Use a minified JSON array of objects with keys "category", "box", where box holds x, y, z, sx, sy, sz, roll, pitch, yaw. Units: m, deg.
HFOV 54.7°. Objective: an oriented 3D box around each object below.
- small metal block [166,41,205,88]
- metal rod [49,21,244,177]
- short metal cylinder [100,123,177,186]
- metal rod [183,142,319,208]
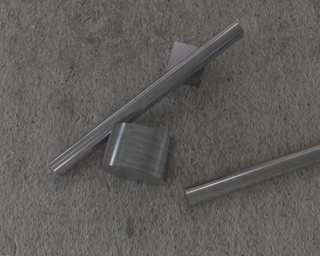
[{"category":"small metal block","box":[0.039,-0.090,0.441,0.050,0.025,0.050,15,71,5]},{"category":"metal rod","box":[-0.013,-0.041,0.403,0.301,0.025,0.025,-38,75,-6]},{"category":"short metal cylinder","box":[-0.025,0.033,0.367,0.080,0.080,0.050,13,71,5]},{"category":"metal rod","box":[0.175,0.040,0.394,0.302,0.025,0.025,-17,71,-7]}]
